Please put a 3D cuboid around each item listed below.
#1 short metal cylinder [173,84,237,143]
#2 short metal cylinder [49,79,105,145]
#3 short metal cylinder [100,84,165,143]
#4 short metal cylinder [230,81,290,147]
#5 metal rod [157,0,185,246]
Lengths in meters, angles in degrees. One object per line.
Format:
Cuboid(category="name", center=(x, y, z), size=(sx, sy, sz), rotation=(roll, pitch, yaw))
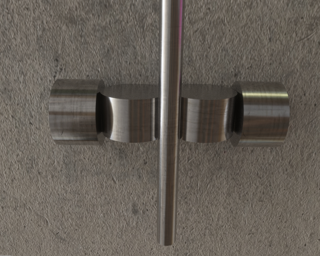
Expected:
Cuboid(category="short metal cylinder", center=(0.050, -0.020, 0.374), size=(0.081, 0.080, 0.050), rotation=(1, 110, -1))
Cuboid(category="short metal cylinder", center=(-0.095, -0.019, 0.374), size=(0.050, 0.080, 0.079), rotation=(1, 110, -1))
Cuboid(category="short metal cylinder", center=(-0.030, -0.021, 0.374), size=(0.081, 0.080, 0.050), rotation=(1, 110, -1))
Cuboid(category="short metal cylinder", center=(0.116, -0.017, 0.377), size=(0.050, 0.080, 0.079), rotation=(1, 110, -1))
Cuboid(category="metal rod", center=(0.010, 0.003, 0.347), size=(0.025, 0.025, 0.298), rotation=(1, 110, -1))
